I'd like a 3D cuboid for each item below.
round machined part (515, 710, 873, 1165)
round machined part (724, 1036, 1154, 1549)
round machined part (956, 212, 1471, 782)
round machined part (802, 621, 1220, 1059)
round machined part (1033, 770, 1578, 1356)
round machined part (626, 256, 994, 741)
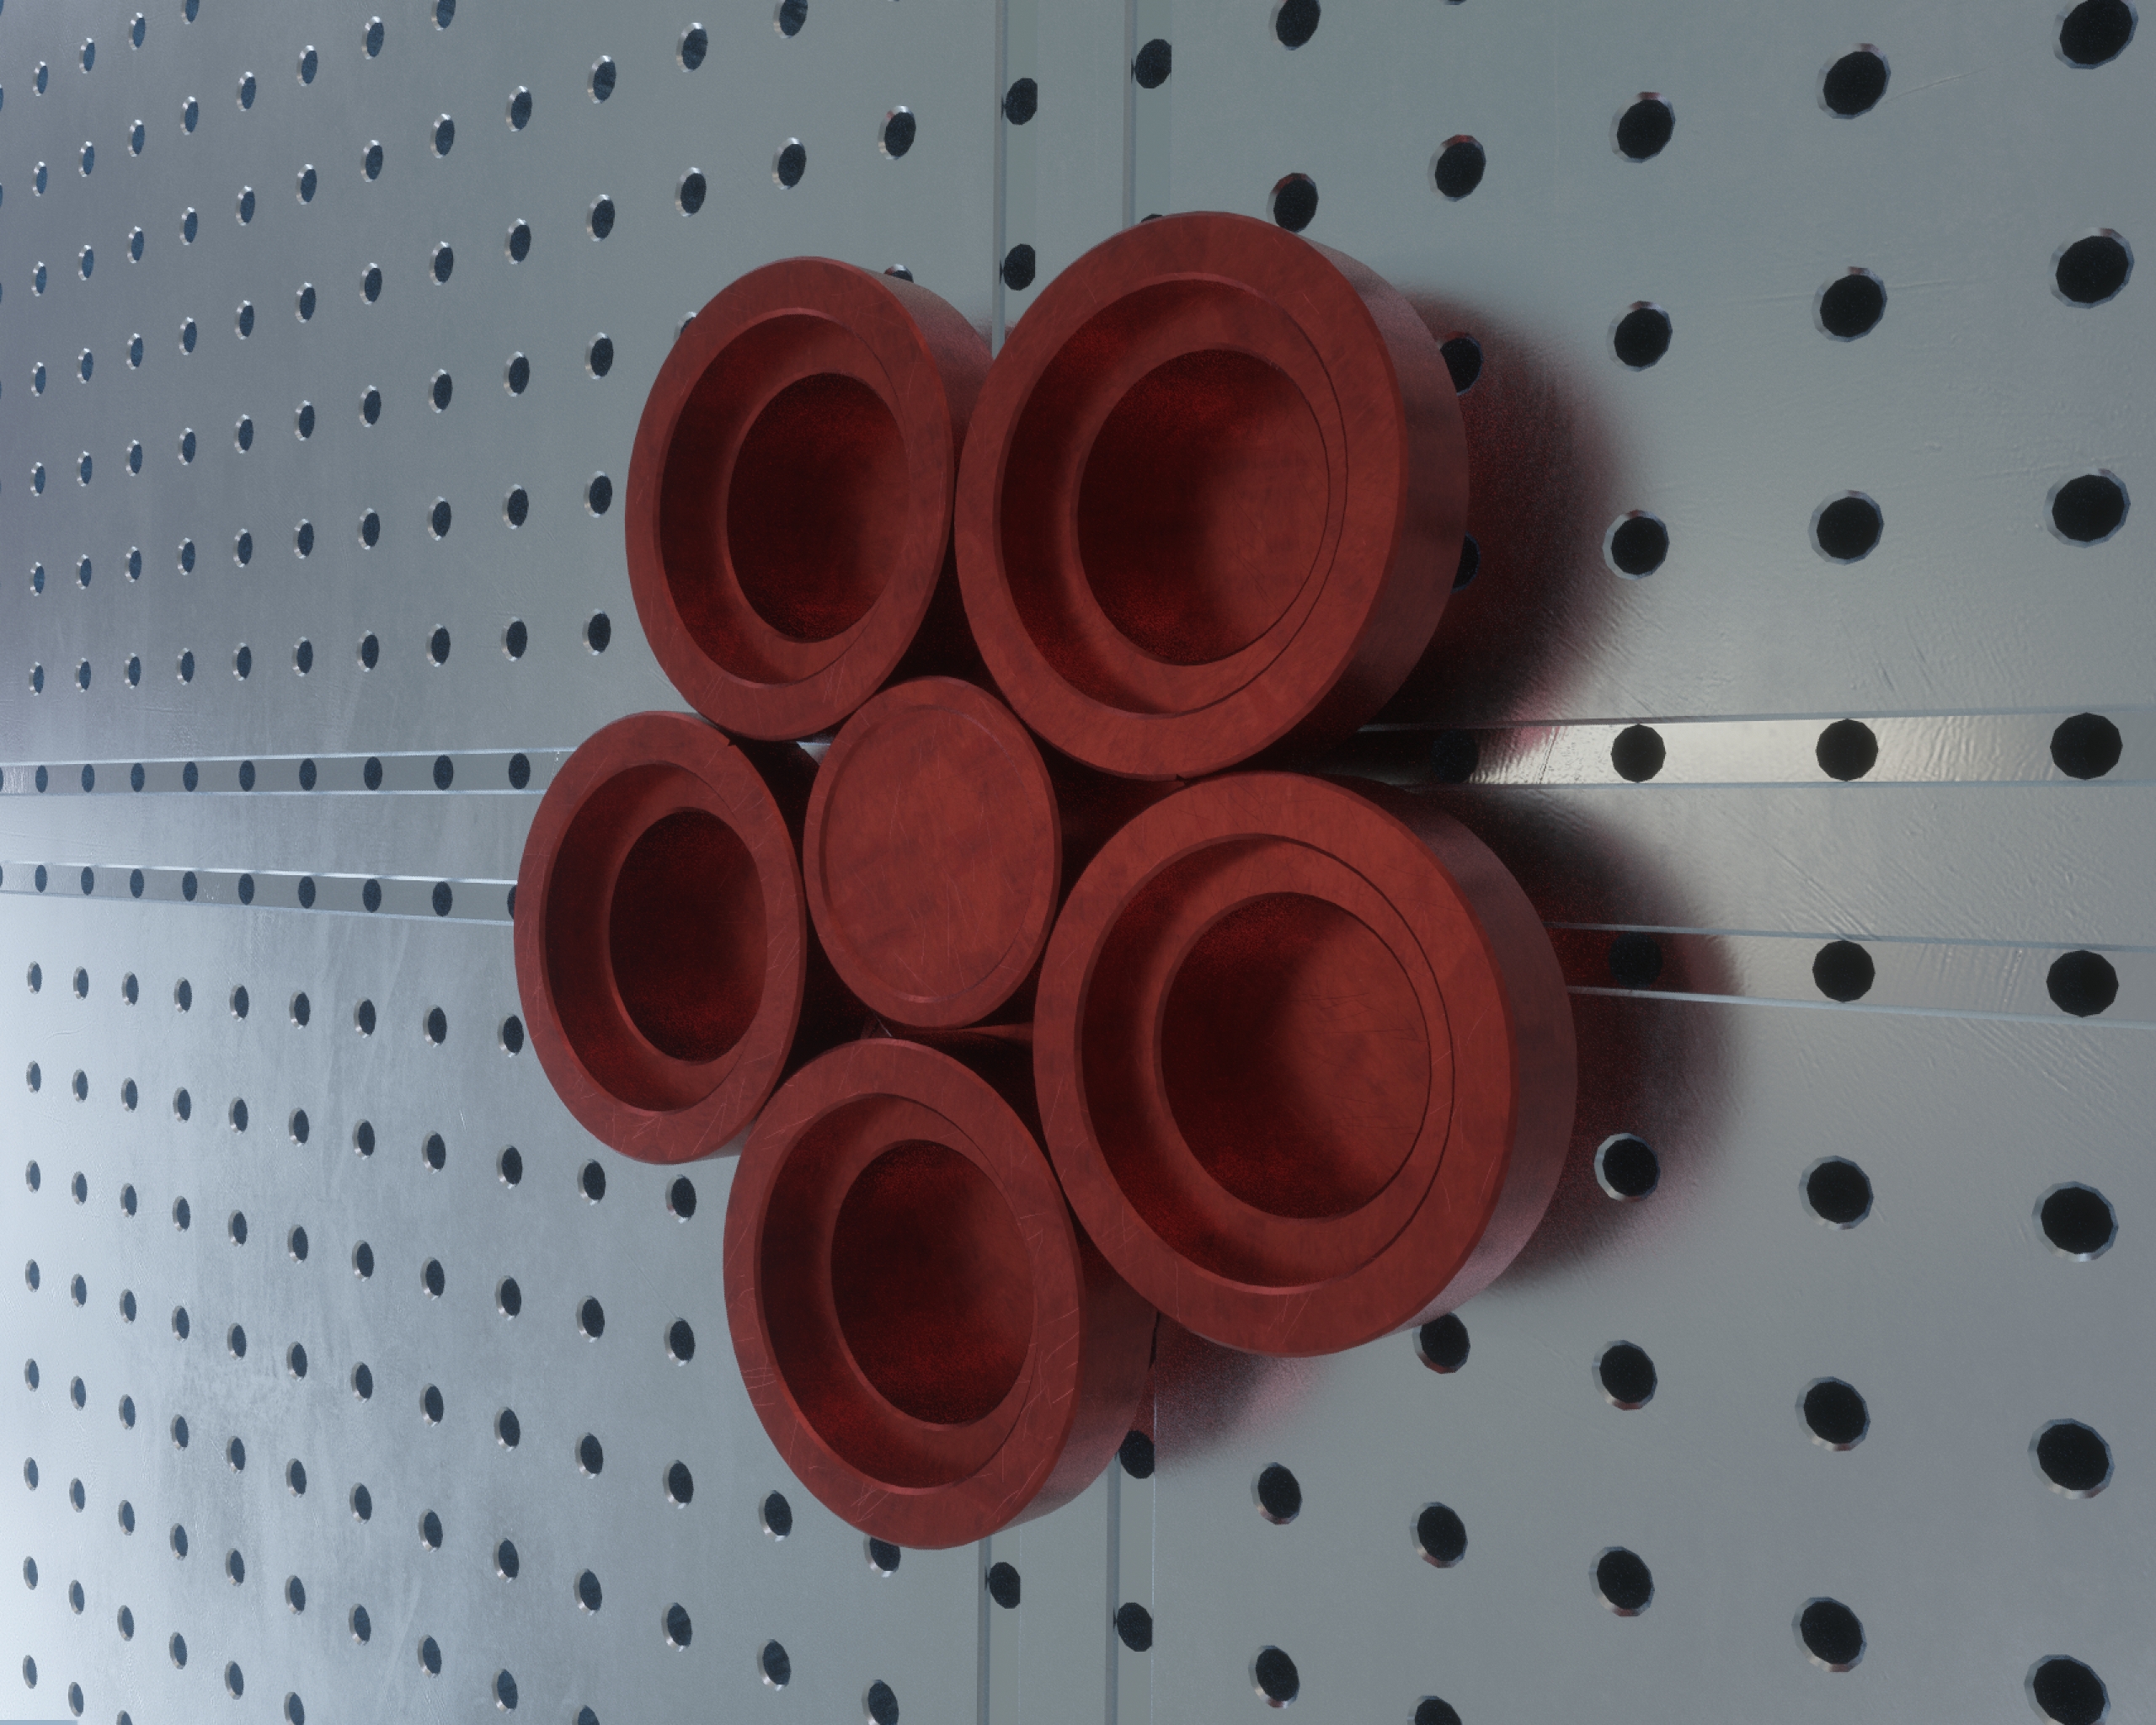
[{"bbox_3d":[-0.079,0.016,0.464,0.098,0.042,0.097,0,90,40],"label":"round machined part"},{"bbox_3d":[-0.023,0.082,0.418,0.098,0.042,0.097,0,90,40],"label":"round machined part"},{"bbox_3d":[0.028,-0.063,0.376,0.098,0.042,0.097,0,90,40],"label":"round machined part"},{"bbox_3d":[-0.016,-0.002,0.412,0.098,0.042,0.097,0,90,40],"label":"round machined part"},{"bbox_3d":[0.042,0.033,0.364,0.098,0.042,0.097,0,90,40],"label":"round machined part"},{"bbox_3d":[-0.048,-0.074,0.439,0.098,0.042,0.097,0,90,40],"label":"round machined part"}]
